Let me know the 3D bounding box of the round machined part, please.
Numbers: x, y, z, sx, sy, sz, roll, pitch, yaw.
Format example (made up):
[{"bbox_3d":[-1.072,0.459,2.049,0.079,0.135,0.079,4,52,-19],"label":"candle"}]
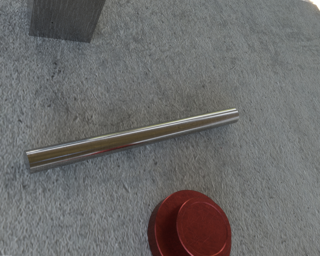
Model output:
[{"bbox_3d":[0.040,0.116,0.345,0.099,0.042,0.098,14,56,-21],"label":"round machined part"}]

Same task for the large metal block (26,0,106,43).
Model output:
[{"bbox_3d":[-0.124,-0.161,0.401,0.081,0.080,0.050,-1,62,-29],"label":"large metal block"}]

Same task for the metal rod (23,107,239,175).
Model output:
[{"bbox_3d":[-0.011,0.008,0.394,0.303,0.025,0.025,-12,68,-34],"label":"metal rod"}]
